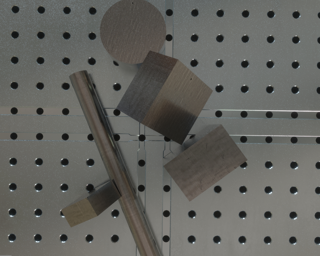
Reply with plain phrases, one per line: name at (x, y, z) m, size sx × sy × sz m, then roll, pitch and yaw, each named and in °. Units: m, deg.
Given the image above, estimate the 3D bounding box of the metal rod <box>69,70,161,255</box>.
metal rod at (-0.054, 0.067, 0.412) m, size 0.025 × 0.025 × 0.299 m, roll -22°, pitch 90°, yaw 0°

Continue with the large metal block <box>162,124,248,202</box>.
large metal block at (0.051, 0.039, 0.387) m, size 0.080 × 0.080 × 0.050 m, roll -36°, pitch 90°, yaw 0°

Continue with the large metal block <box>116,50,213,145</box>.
large metal block at (0.008, -0.035, 0.380) m, size 0.050 × 0.080 × 0.080 m, roll 30°, pitch 90°, yaw 43°

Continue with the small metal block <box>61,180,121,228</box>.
small metal block at (-0.086, 0.095, 0.391) m, size 0.050 × 0.050 × 0.025 m, roll -29°, pitch 91°, yaw 30°

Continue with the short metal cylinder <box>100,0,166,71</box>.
short metal cylinder at (-0.033, -0.118, 0.400) m, size 0.081 × 0.050 × 0.079 m, roll 0°, pitch 90°, yaw -1°
